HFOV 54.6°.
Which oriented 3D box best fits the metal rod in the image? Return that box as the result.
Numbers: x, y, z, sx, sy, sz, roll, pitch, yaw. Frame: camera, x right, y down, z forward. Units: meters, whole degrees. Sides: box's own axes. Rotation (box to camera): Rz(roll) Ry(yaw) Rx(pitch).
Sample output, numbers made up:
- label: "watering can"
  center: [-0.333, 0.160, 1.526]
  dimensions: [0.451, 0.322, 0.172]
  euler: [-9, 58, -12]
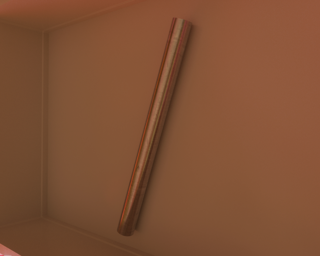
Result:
- label: "metal rod"
  center: [-0.011, 0.008, 0.414]
  dimensions: [0.025, 0.025, 0.298]
  euler: [25, 106, 37]
